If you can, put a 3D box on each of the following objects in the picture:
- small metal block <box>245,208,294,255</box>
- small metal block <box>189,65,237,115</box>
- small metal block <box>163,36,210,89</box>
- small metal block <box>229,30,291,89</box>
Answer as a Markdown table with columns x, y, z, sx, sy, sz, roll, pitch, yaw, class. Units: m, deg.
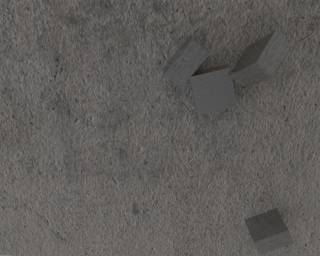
| x | y | z | sx | sy | sz | roll | pitch | yaw | class |
| --- | --- | --- | --- | --- | --- | --- | --- | --- | --- |
| 0.158 | 0.151 | 0.453 | 0.050 | 0.050 | 0.025 | -23 | 109 | 8 | small metal block |
| 0.066 | -0.049 | 0.392 | 0.050 | 0.025 | 0.050 | -13 | 110 | 4 | small metal block |
| 0.030 | -0.079 | 0.367 | 0.025 | 0.050 | 0.050 | 37 | 106 | -13 | small metal block |
| 0.115 | -0.078 | 0.358 | 0.025 | 0.050 | 0.050 | 38 | 71 | -13 | small metal block |
